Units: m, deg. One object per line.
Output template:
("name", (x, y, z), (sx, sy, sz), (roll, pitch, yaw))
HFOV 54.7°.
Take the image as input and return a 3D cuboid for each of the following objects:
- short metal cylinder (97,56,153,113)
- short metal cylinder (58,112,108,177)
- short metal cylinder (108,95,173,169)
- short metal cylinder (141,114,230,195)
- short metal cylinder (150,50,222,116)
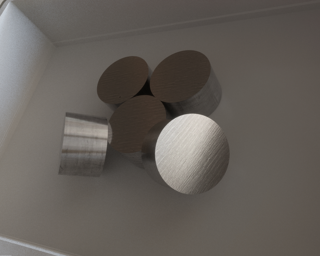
("short metal cylinder", (-0.041, -0.055, 0.440), (0.080, 0.050, 0.080), (-13, 56, 20))
("short metal cylinder", (-0.101, 0.022, 0.399), (0.050, 0.080, 0.080), (7, 54, -19))
("short metal cylinder", (-0.019, 0.006, 0.391), (0.080, 0.050, 0.080), (-13, 56, 20))
("short metal cylinder", (0.026, 0.027, 0.329), (0.080, 0.080, 0.050), (-58, 14, -13))
("short metal cylinder", (0.034, -0.053, 0.402), (0.080, 0.050, 0.080), (-13, 56, 20))
